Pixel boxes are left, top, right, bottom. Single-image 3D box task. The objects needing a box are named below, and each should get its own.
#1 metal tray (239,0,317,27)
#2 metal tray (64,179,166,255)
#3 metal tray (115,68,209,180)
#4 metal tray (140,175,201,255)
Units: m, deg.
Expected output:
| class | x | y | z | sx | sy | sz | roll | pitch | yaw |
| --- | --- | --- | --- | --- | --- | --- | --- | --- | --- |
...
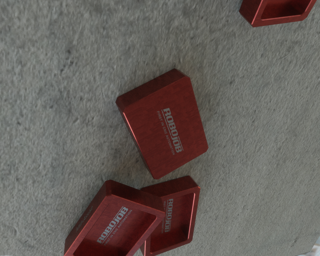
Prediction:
| class | x | y | z | sx | sy | sz | roll | pitch | yaw |
| --- | --- | --- | --- | --- | --- | --- | --- | --- | --- |
| metal tray | 0.154 | -0.181 | 0.348 | 0.091 | 0.030 | 0.129 | -14 | 146 | -21 |
| metal tray | -0.064 | 0.140 | 0.433 | 0.090 | 0.030 | 0.129 | 26 | 112 | -24 |
| metal tray | 0.008 | -0.002 | 0.409 | 0.090 | 0.030 | 0.129 | -29 | 129 | -10 |
| metal tray | 0.013 | 0.145 | 0.502 | 0.091 | 0.030 | 0.129 | -11 | 123 | -23 |
